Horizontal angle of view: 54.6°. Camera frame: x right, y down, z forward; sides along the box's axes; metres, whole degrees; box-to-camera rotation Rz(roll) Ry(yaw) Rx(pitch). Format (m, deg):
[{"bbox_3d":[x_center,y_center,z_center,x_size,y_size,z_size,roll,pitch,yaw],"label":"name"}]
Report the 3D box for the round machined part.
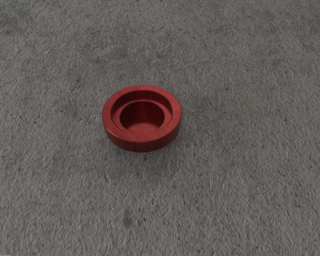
[{"bbox_3d":[-0.022,-0.008,0.399,0.099,0.042,0.098,0,50,0],"label":"round machined part"}]
